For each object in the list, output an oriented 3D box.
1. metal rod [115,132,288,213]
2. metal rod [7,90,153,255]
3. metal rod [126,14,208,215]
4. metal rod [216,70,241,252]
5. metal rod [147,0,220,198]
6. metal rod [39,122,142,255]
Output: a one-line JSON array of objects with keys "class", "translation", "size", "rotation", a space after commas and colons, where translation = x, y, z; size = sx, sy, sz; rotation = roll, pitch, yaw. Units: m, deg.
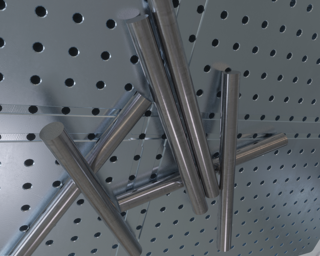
[{"class": "metal rod", "translation": [0.077, 0.065, 0.491], "size": [0.302, 0.025, 0.025], "rotation": [-18, 126, -18]}, {"class": "metal rod", "translation": [-0.112, 0.077, 0.396], "size": [0.025, 0.025, 0.299], "rotation": [33, 100, -38]}, {"class": "metal rod", "translation": [0.019, 0.005, 0.404], "size": [0.025, 0.025, 0.299], "rotation": [-27, 122, -12]}, {"class": "metal rod", "translation": [0.102, 0.063, 0.472], "size": [0.025, 0.025, 0.298], "rotation": [-12, 114, -22]}, {"class": "metal rod", "translation": [0.039, -0.021, 0.400], "size": [0.025, 0.025, 0.299], "rotation": [-26, 122, -12]}, {"class": "metal rod", "translation": [-0.074, 0.103, 0.408], "size": [0.025, 0.025, 0.299], "rotation": [-28, 136, -10]}]
